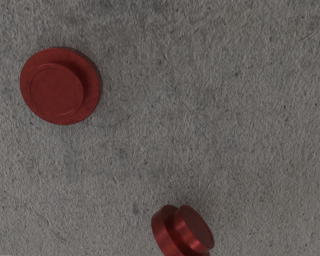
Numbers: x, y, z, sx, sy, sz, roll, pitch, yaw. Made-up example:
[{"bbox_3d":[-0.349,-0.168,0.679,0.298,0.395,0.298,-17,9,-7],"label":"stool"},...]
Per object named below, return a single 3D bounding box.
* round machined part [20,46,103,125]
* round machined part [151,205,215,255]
[{"bbox_3d":[-0.123,-0.049,0.382,0.099,0.042,0.097,0,110,0],"label":"round machined part"},{"bbox_3d":[0.037,0.146,0.425,0.042,0.098,0.098,-42,105,14],"label":"round machined part"}]
